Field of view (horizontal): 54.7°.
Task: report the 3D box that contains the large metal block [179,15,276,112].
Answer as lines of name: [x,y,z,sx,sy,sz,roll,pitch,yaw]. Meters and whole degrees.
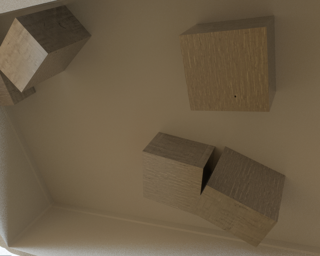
large metal block: [0.072,-0.064,0.315,0.080,0.050,0.080,3,120,27]

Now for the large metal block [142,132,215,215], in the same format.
large metal block: [0.024,0.060,0.417,0.080,0.050,0.079,14,124,20]

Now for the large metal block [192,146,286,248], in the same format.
large metal block: [0.096,0.079,0.371,0.080,0.080,0.050,27,128,11]

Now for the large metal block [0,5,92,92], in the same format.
large metal block: [-0.146,-0.100,0.389,0.050,0.080,0.080,49,129,-7]

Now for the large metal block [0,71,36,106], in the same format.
large metal block: [-0.251,-0.079,0.470,0.080,0.050,0.080,-3,117,21]
